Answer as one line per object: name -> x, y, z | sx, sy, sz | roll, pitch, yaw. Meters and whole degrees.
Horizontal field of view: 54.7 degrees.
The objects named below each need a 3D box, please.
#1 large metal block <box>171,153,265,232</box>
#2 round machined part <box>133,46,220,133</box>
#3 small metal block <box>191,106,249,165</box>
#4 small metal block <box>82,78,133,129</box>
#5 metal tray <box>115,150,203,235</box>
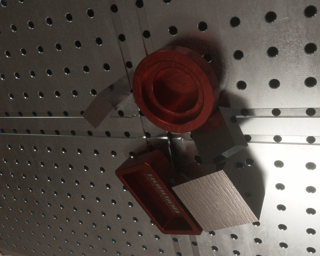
large metal block -> 0.077, 0.082, 0.405 | 0.080, 0.050, 0.080 | -28, 104, 37
round machined part -> 0.021, -0.046, 0.358 | 0.098, 0.042, 0.097 | 13, 123, 22
small metal block -> 0.068, 0.010, 0.365 | 0.050, 0.025, 0.050 | -39, 60, 38
small metal block -> -0.069, -0.033, 0.409 | 0.025, 0.050, 0.050 | 45, 129, -4
metal tray -> 0.002, 0.098, 0.452 | 0.090, 0.030, 0.130 | -23, 107, 50
